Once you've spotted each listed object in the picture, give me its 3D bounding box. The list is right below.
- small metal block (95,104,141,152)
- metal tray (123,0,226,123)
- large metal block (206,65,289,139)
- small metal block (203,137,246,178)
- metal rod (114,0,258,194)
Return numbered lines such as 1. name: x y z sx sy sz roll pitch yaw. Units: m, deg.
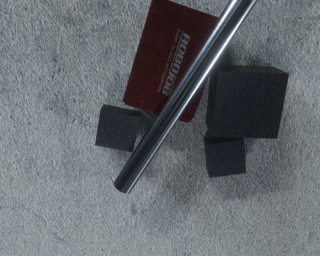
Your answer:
1. small metal block: -0.055 0.000 0.409 0.050 0.025 0.050 11 110 -5
2. metal tray: 0.016 -0.080 0.378 0.091 0.030 0.129 16 109 -7
3. large metal block: 0.104 -0.034 0.385 0.081 0.050 0.079 2 110 -1
4. small metal block: 0.089 0.037 0.425 0.050 0.025 0.050 -8 110 2
5. metal rod: 0.029 -0.043 0.361 0.025 0.025 0.298 30 107 -11
